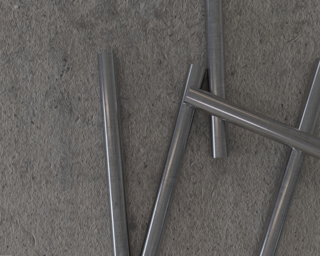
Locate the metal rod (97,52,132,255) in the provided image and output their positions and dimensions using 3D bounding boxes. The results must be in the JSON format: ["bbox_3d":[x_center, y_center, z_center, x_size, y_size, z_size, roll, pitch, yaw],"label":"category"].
[{"bbox_3d":[-0.059,0.052,0.409,0.025,0.025,0.298,-4,90,0],"label":"metal rod"}]

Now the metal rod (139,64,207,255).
[{"bbox_3d":[0.012,0.064,0.409,0.025,0.025,0.298,14,90,0],"label":"metal rod"}]

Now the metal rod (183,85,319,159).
[{"bbox_3d":[0.173,0.015,0.385,0.301,0.025,0.025,22,90,0],"label":"metal rod"}]

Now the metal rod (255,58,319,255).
[{"bbox_3d":[0.175,0.054,0.411,0.025,0.025,0.298,17,90,0],"label":"metal rod"}]

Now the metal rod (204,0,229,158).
[{"bbox_3d":[0.073,-0.111,0.410,0.025,0.025,0.298,-2,90,0],"label":"metal rod"}]
